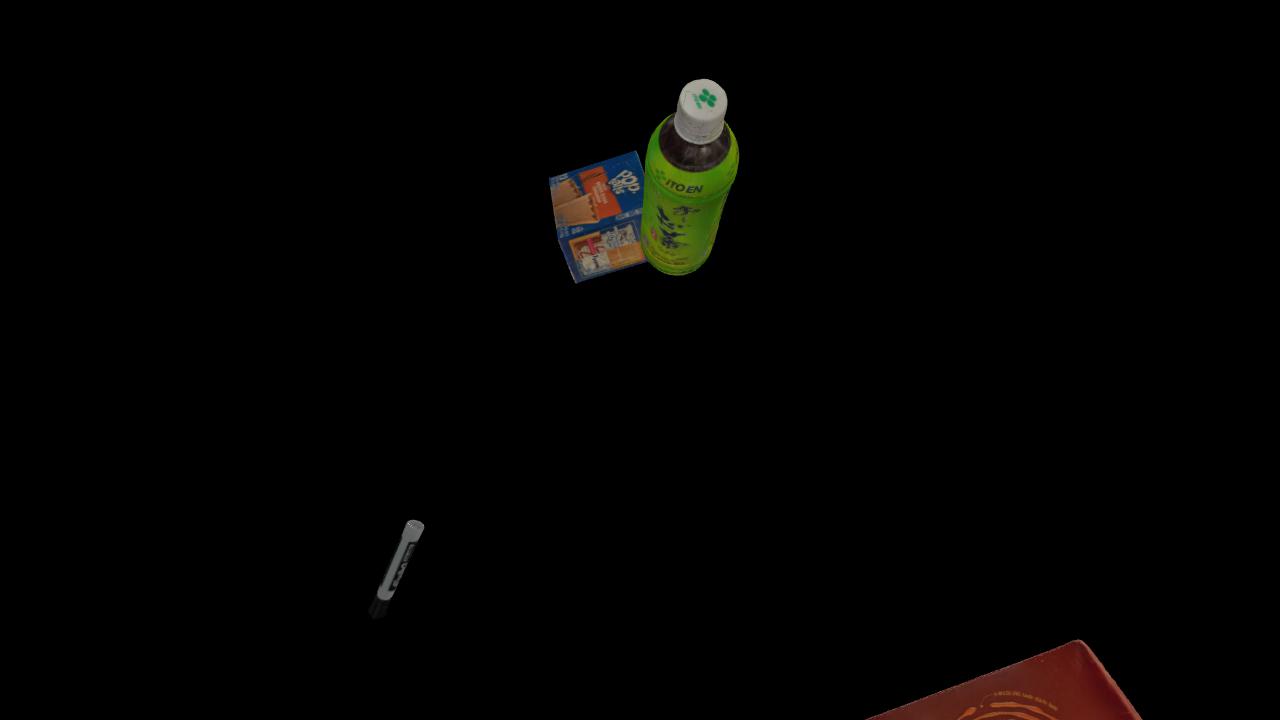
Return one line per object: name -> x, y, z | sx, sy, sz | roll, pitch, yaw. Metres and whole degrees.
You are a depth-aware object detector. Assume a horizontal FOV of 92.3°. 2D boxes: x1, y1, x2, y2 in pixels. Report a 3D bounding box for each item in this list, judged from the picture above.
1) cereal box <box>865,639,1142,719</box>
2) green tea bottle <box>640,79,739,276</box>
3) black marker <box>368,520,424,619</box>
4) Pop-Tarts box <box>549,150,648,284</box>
cereal box -> 0.317, 0.410, 0.554 | 0.306, 0.081, 0.203 | -33, 20, 17
green tea bottle -> 0.036, -0.136, 0.483 | 0.073, 0.073, 0.212 | 0, -15, 1
black marker -> -0.261, 0.225, 0.655 | 0.020, 0.121, 0.020 | 26, 11, -6
Pop-Tarts box -> -0.049, -0.211, 0.893 | 0.141, 0.167, 0.083 | -16, -43, 3
